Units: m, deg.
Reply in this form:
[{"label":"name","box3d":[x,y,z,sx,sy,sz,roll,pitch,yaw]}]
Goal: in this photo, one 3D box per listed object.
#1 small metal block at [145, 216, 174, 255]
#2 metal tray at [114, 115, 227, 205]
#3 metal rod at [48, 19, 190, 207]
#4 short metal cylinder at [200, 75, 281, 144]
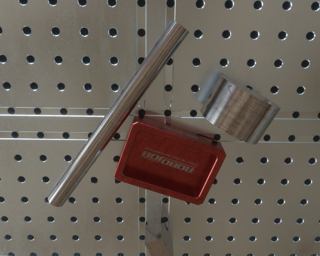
[{"label":"small metal block","box3d":[-0.001,0.171,0.463,0.025,0.050,0.050,-21,109,7]},{"label":"metal tray","box3d":[0.013,0.046,0.427,0.131,0.030,0.089,19,109,-8]},{"label":"metal rod","box3d":[-0.063,-0.008,0.409,0.025,0.025,0.299,34,106,-12]},{"label":"short metal cylinder","box3d":[0.097,-0.023,0.377,0.080,0.080,0.050,25,108,-9]}]
